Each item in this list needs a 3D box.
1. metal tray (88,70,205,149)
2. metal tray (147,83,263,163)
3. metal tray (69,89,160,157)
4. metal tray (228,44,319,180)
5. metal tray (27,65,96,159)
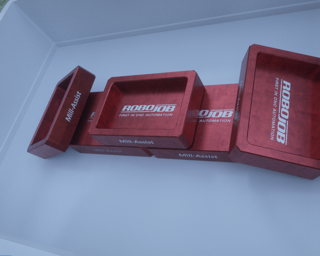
[{"bbox_3d":[-0.018,-0.023,0.385,0.130,0.030,0.090,1,61,28],"label":"metal tray"},{"bbox_3d":[0.054,-0.007,0.378,0.130,0.030,0.090,0,62,28],"label":"metal tray"},{"bbox_3d":[-0.061,-0.009,0.439,0.130,0.030,0.090,0,62,28],"label":"metal tray"},{"bbox_3d":[0.127,-0.020,0.322,0.090,0.030,0.130,13,65,3],"label":"metal tray"},{"bbox_3d":[-0.150,-0.022,0.470,0.090,0.030,0.130,-17,50,50],"label":"metal tray"}]
